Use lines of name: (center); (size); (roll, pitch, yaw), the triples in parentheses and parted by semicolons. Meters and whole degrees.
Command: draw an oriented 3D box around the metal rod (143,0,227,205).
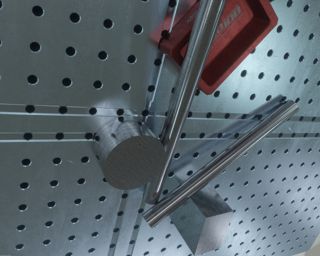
metal rod: (0.020, -0.011, 0.388); (0.025, 0.025, 0.298); (-4, 129, -27)

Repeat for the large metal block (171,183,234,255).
large metal block: (0.065, 0.142, 0.501); (0.050, 0.080, 0.079); (-5, 121, -27)

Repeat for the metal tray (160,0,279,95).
metal tray: (0.074, -0.115, 0.378); (0.130, 0.030, 0.090); (-47, 130, 5)

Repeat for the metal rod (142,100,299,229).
metal rod: (0.100, 0.051, 0.485); (0.301, 0.025, 0.025); (-36, 130, -10)

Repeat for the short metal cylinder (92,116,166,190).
short metal cylinder: (-0.040, 0.031, 0.394); (0.081, 0.050, 0.079); (-14, 125, -21)
